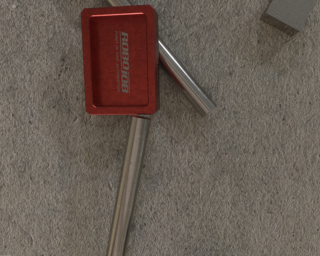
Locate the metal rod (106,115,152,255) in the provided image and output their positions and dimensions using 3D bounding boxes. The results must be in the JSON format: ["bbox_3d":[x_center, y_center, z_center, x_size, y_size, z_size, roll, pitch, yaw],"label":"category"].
[{"bbox_3d":[-0.051,0.132,0.390,0.025,0.025,0.298,11,98,-1],"label":"metal rod"}]

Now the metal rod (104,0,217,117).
[{"bbox_3d":[-0.031,-0.137,0.409,0.025,0.025,0.300,-40,91,0],"label":"metal rod"}]

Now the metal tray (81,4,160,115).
[{"bbox_3d":[-0.048,-0.083,0.390,0.090,0.030,0.129,0,98,9],"label":"metal tray"}]

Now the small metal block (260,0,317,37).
[{"bbox_3d":[0.171,-0.159,0.412,0.050,0.025,0.050,28,90,-1],"label":"small metal block"}]
